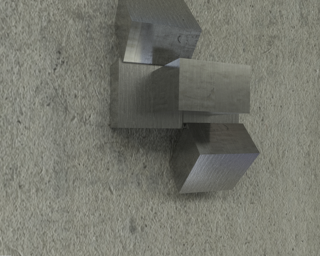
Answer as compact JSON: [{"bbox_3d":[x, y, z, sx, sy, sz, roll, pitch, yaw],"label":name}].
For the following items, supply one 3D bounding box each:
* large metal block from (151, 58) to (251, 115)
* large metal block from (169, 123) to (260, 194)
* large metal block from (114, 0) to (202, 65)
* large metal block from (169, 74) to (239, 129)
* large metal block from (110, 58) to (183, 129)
[{"bbox_3d":[0.042,-0.041,0.345,0.081,0.080,0.050,1,90,-20],"label":"large metal block"},{"bbox_3d":[0.066,0.039,0.400,0.081,0.079,0.050,0,46,-21],"label":"large metal block"},{"bbox_3d":[-0.006,-0.121,0.373,0.081,0.050,0.080,1,46,-20],"label":"large metal block"},{"bbox_3d":[0.058,-0.040,0.418,0.081,0.050,0.079,1,90,-21],"label":"large metal block"},{"bbox_3d":[-0.018,-0.040,0.389,0.081,0.050,0.079,1,90,-21],"label":"large metal block"}]
